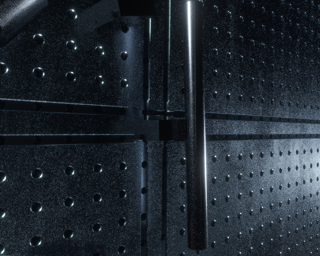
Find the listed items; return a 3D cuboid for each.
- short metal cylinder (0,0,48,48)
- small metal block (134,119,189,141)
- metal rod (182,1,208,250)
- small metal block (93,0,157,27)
[{"bbox_3d":[-0.142,-0.114,0.255,0.080,0.080,0.050,50,60,-29],"label":"short metal cylinder"},{"bbox_3d":[0.002,0.002,0.396,0.050,0.050,0.025,-2,92,-40],"label":"small metal block"},{"bbox_3d":[0.043,-0.002,0.382,0.025,0.025,0.298,-3,92,-40],"label":"metal rod"},{"bbox_3d":[-0.041,-0.136,0.360,0.050,0.050,0.025,-18,102,-39],"label":"small metal block"}]
